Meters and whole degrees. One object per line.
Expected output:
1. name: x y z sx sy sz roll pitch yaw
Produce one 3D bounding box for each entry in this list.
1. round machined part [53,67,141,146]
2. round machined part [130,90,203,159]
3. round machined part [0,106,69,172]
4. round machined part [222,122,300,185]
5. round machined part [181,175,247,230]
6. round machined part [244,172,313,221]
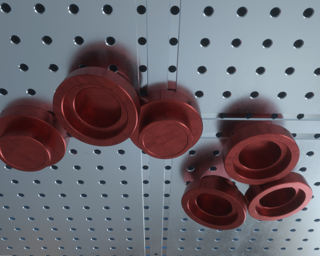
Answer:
1. round machined part: -0.071 -0.028 0.370 0.098 0.042 0.097 4 126 6
2. round machined part: 0.007 0.003 0.403 0.099 0.042 0.097 0 130 0
3. round machined part: -0.177 0.021 0.417 0.099 0.042 0.097 0 130 0
4. round machined part: 0.135 0.031 0.427 0.099 0.042 0.097 0 130 0
5. round machined part: 0.086 0.111 0.483 0.098 0.042 0.097 13 132 15
6. round machined part: 0.178 0.099 0.481 0.099 0.042 0.097 -5 132 -5
